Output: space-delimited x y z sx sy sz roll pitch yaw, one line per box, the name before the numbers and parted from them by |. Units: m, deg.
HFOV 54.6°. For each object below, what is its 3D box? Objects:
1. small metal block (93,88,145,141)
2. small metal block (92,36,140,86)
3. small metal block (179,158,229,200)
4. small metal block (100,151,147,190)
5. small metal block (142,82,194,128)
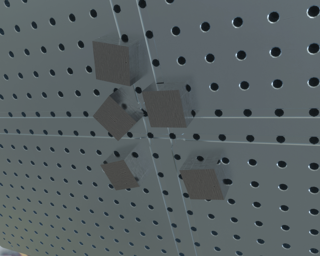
small metal block | -0.057 -0.018 0.431 0.050 0.025 0.050 45 129 -3
small metal block | -0.054 -0.084 0.388 0.050 0.025 0.050 14 124 20
small metal block | 0.061 0.070 0.423 0.050 0.025 0.050 -7 115 31
small metal block | -0.056 0.067 0.483 0.050 0.025 0.050 -16 110 34
small metal block | 0.010 -0.028 0.389 0.050 0.025 0.050 1 119 28
